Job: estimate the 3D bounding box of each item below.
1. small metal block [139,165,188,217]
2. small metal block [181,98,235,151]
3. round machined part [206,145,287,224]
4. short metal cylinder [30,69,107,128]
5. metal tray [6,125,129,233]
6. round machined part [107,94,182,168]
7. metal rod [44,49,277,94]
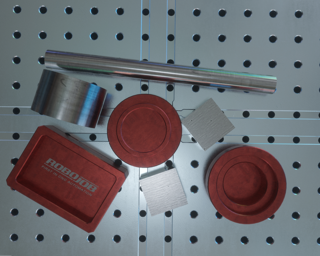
[{"bbox_3d":[0.005,0.083,0.413,0.050,0.025,0.050,-19,90,0],"label":"small metal block"},{"bbox_3d":[0.062,-0.005,0.414,0.050,0.025,0.050,-38,90,0],"label":"small metal block"},{"bbox_3d":[0.109,0.071,0.406,0.099,0.042,0.097,0,90,0],"label":"round machined part"},{"bbox_3d":[-0.111,-0.035,0.385,0.080,0.080,0.050,18,90,0],"label":"short metal cylinder"},{"bbox_3d":[-0.120,0.065,0.409,0.130,0.030,0.090,31,90,0],"label":"metal tray"},{"bbox_3d":[-0.020,0.003,0.404,0.099,0.042,0.097,0,87,0],"label":"round machined part"},{"bbox_3d":[0.001,-0.075,0.413,0.302,0.025,0.025,7,90,0],"label":"metal rod"}]
